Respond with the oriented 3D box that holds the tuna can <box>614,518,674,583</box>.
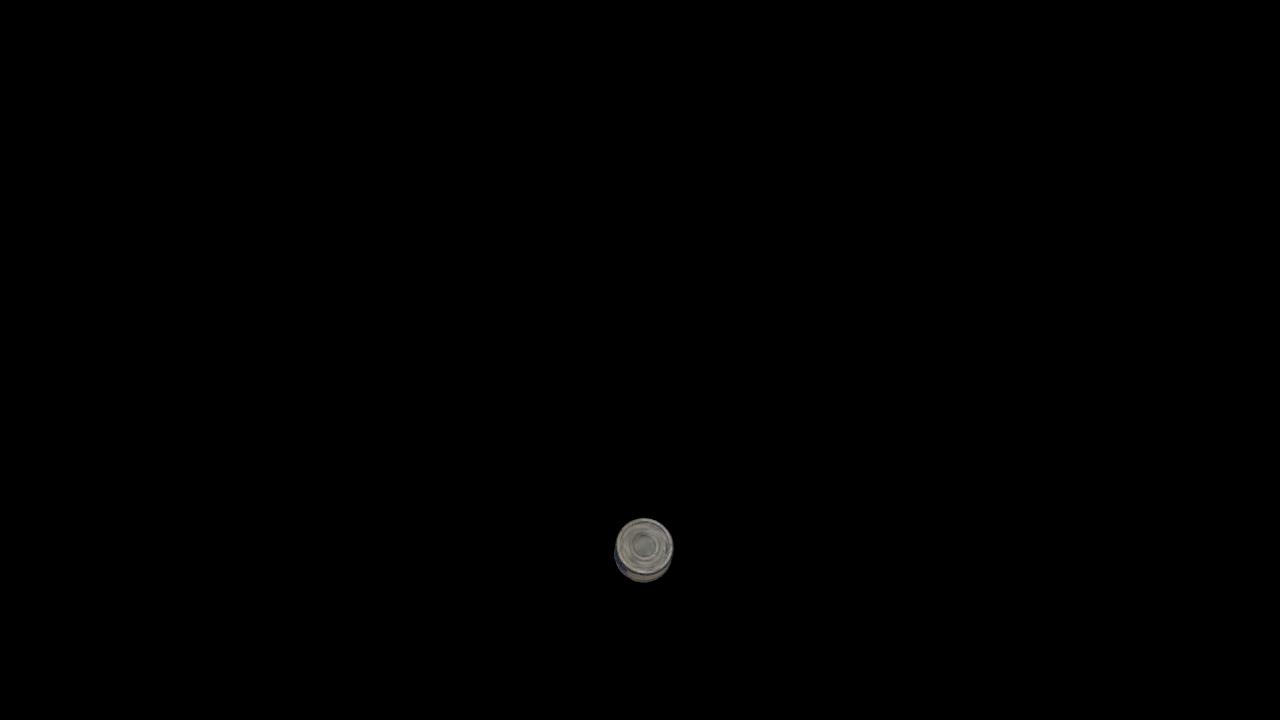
[{"bbox_3d":[0.006,0.269,0.876,0.084,0.084,0.034,0,-37,-5],"label":"tuna can"}]
